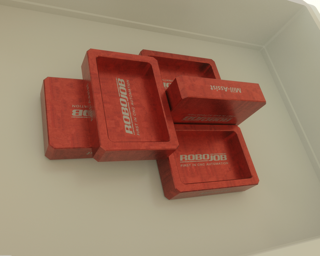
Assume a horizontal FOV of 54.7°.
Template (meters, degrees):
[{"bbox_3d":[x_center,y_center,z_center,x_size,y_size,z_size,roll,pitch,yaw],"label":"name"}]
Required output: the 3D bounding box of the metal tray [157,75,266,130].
[{"bbox_3d":[0.062,-0.026,0.412,0.131,0.090,0.030,1,62,-28],"label":"metal tray"}]

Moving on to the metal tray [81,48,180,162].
[{"bbox_3d":[-0.037,-0.028,0.359,0.091,0.030,0.130,1,61,-28],"label":"metal tray"}]

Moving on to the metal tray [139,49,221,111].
[{"bbox_3d":[0.033,-0.065,0.460,0.131,0.030,0.090,1,61,-28],"label":"metal tray"}]

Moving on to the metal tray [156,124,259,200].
[{"bbox_3d":[0.061,0.041,0.409,0.131,0.030,0.090,1,62,-28],"label":"metal tray"}]

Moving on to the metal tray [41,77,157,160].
[{"bbox_3d":[-0.069,-0.012,0.369,0.131,0.030,0.090,0,62,-29],"label":"metal tray"}]
